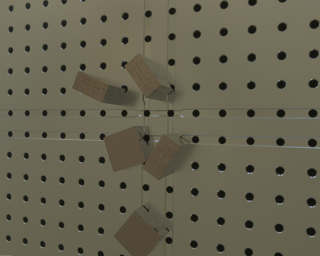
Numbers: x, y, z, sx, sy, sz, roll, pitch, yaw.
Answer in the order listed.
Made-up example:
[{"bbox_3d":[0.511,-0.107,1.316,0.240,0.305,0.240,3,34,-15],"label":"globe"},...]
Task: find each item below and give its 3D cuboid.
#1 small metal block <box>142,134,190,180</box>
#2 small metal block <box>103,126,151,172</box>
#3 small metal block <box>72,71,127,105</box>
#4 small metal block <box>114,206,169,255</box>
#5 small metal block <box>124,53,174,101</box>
[{"bbox_3d":[0.009,0.035,0.396,0.025,0.050,0.050,34,101,17],"label":"small metal block"},{"bbox_3d":[-0.044,0.029,0.429,0.050,0.025,0.050,-20,83,19],"label":"small metal block"},{"bbox_3d":[-0.083,-0.054,0.429,0.050,0.050,0.025,26,99,18],"label":"small metal block"},{"bbox_3d":[-0.026,0.144,0.422,0.050,0.025,0.050,42,103,15],"label":"small metal block"},{"bbox_3d":[-0.013,-0.065,0.404,0.025,0.050,0.050,-37,78,16],"label":"small metal block"}]
